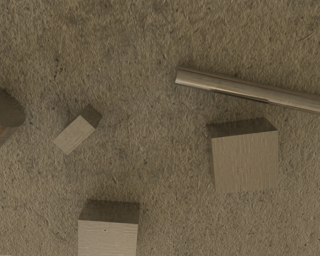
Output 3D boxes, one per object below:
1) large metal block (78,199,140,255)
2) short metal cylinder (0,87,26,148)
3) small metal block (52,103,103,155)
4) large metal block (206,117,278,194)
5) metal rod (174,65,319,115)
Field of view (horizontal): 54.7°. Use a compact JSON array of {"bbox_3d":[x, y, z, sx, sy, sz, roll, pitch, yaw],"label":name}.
[{"bbox_3d":[-0.073,0.155,0.453,0.081,0.050,0.079,5,110,-2],"label":"large metal block"},{"bbox_3d":[-0.214,-0.014,0.373,0.080,0.080,0.050,43,105,-14],"label":"short metal cylinder"},{"bbox_3d":[-0.104,0.000,0.396,0.050,0.050,0.025,-41,105,13],"label":"small metal block"},{"bbox_3d":[0.108,0.036,0.411,0.080,0.050,0.079,-7,110,2],"label":"large metal block"},{"bbox_3d":[0.168,-0.037,0.397,0.302,0.025,0.025,11,110,-5],"label":"metal rod"}]
